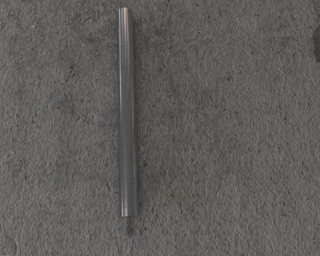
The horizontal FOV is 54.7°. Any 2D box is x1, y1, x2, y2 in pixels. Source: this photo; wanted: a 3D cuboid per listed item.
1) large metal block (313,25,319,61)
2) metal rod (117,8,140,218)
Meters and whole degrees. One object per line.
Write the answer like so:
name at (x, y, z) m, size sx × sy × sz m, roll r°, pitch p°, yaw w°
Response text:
large metal block at (0.273, -0.133, 0.429) m, size 0.080 × 0.080 × 0.050 m, roll 4°, pitch 70°, yaw 1°
metal rod at (-0.045, -0.034, 0.420) m, size 0.025 × 0.025 × 0.299 m, roll -3°, pitch 70°, yaw -1°
